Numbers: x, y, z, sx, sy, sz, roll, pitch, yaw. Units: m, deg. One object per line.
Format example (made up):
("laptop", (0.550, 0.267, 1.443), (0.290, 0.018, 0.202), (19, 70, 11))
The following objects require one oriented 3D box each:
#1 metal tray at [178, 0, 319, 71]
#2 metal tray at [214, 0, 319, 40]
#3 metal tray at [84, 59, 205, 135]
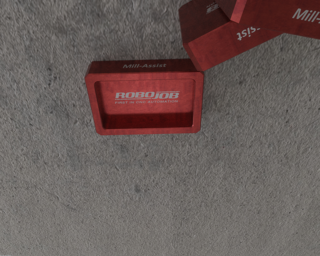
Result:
("metal tray", (0.082, -0.109, 0.271), (0.130, 0.090, 0.030), (-24, 126, 18))
("metal tray", (0.114, -0.105, 0.257), (0.131, 0.090, 0.030), (7, 126, -11))
("metal tray", (-0.016, -0.035, 0.373), (0.131, 0.030, 0.089), (-1, 130, 1))
